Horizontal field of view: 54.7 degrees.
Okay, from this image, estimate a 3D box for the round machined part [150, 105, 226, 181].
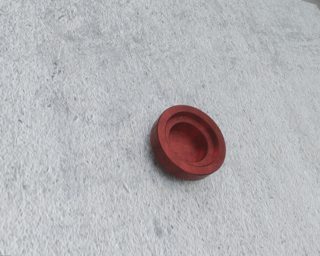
[{"bbox_3d":[0.032,0.022,0.400,0.099,0.042,0.098,14,56,-21],"label":"round machined part"}]
